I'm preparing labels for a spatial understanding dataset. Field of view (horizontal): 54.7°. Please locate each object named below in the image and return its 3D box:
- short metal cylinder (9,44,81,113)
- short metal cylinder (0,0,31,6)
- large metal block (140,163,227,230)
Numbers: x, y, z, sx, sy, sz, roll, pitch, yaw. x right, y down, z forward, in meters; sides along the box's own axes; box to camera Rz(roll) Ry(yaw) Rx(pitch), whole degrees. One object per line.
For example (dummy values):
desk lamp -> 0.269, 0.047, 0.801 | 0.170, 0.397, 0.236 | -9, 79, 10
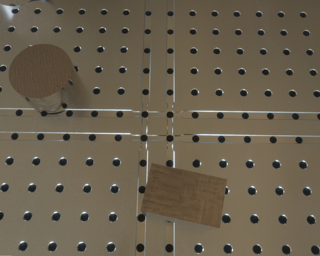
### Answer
short metal cylinder -> -0.154, -0.066, 0.421 | 0.081, 0.050, 0.080 | 0, 70, 0
short metal cylinder -> -0.228, -0.233, 0.466 | 0.080, 0.080, 0.050 | -29, 73, -10
large metal block -> 0.025, 0.081, 0.353 | 0.080, 0.080, 0.050 | 12, 71, 4
